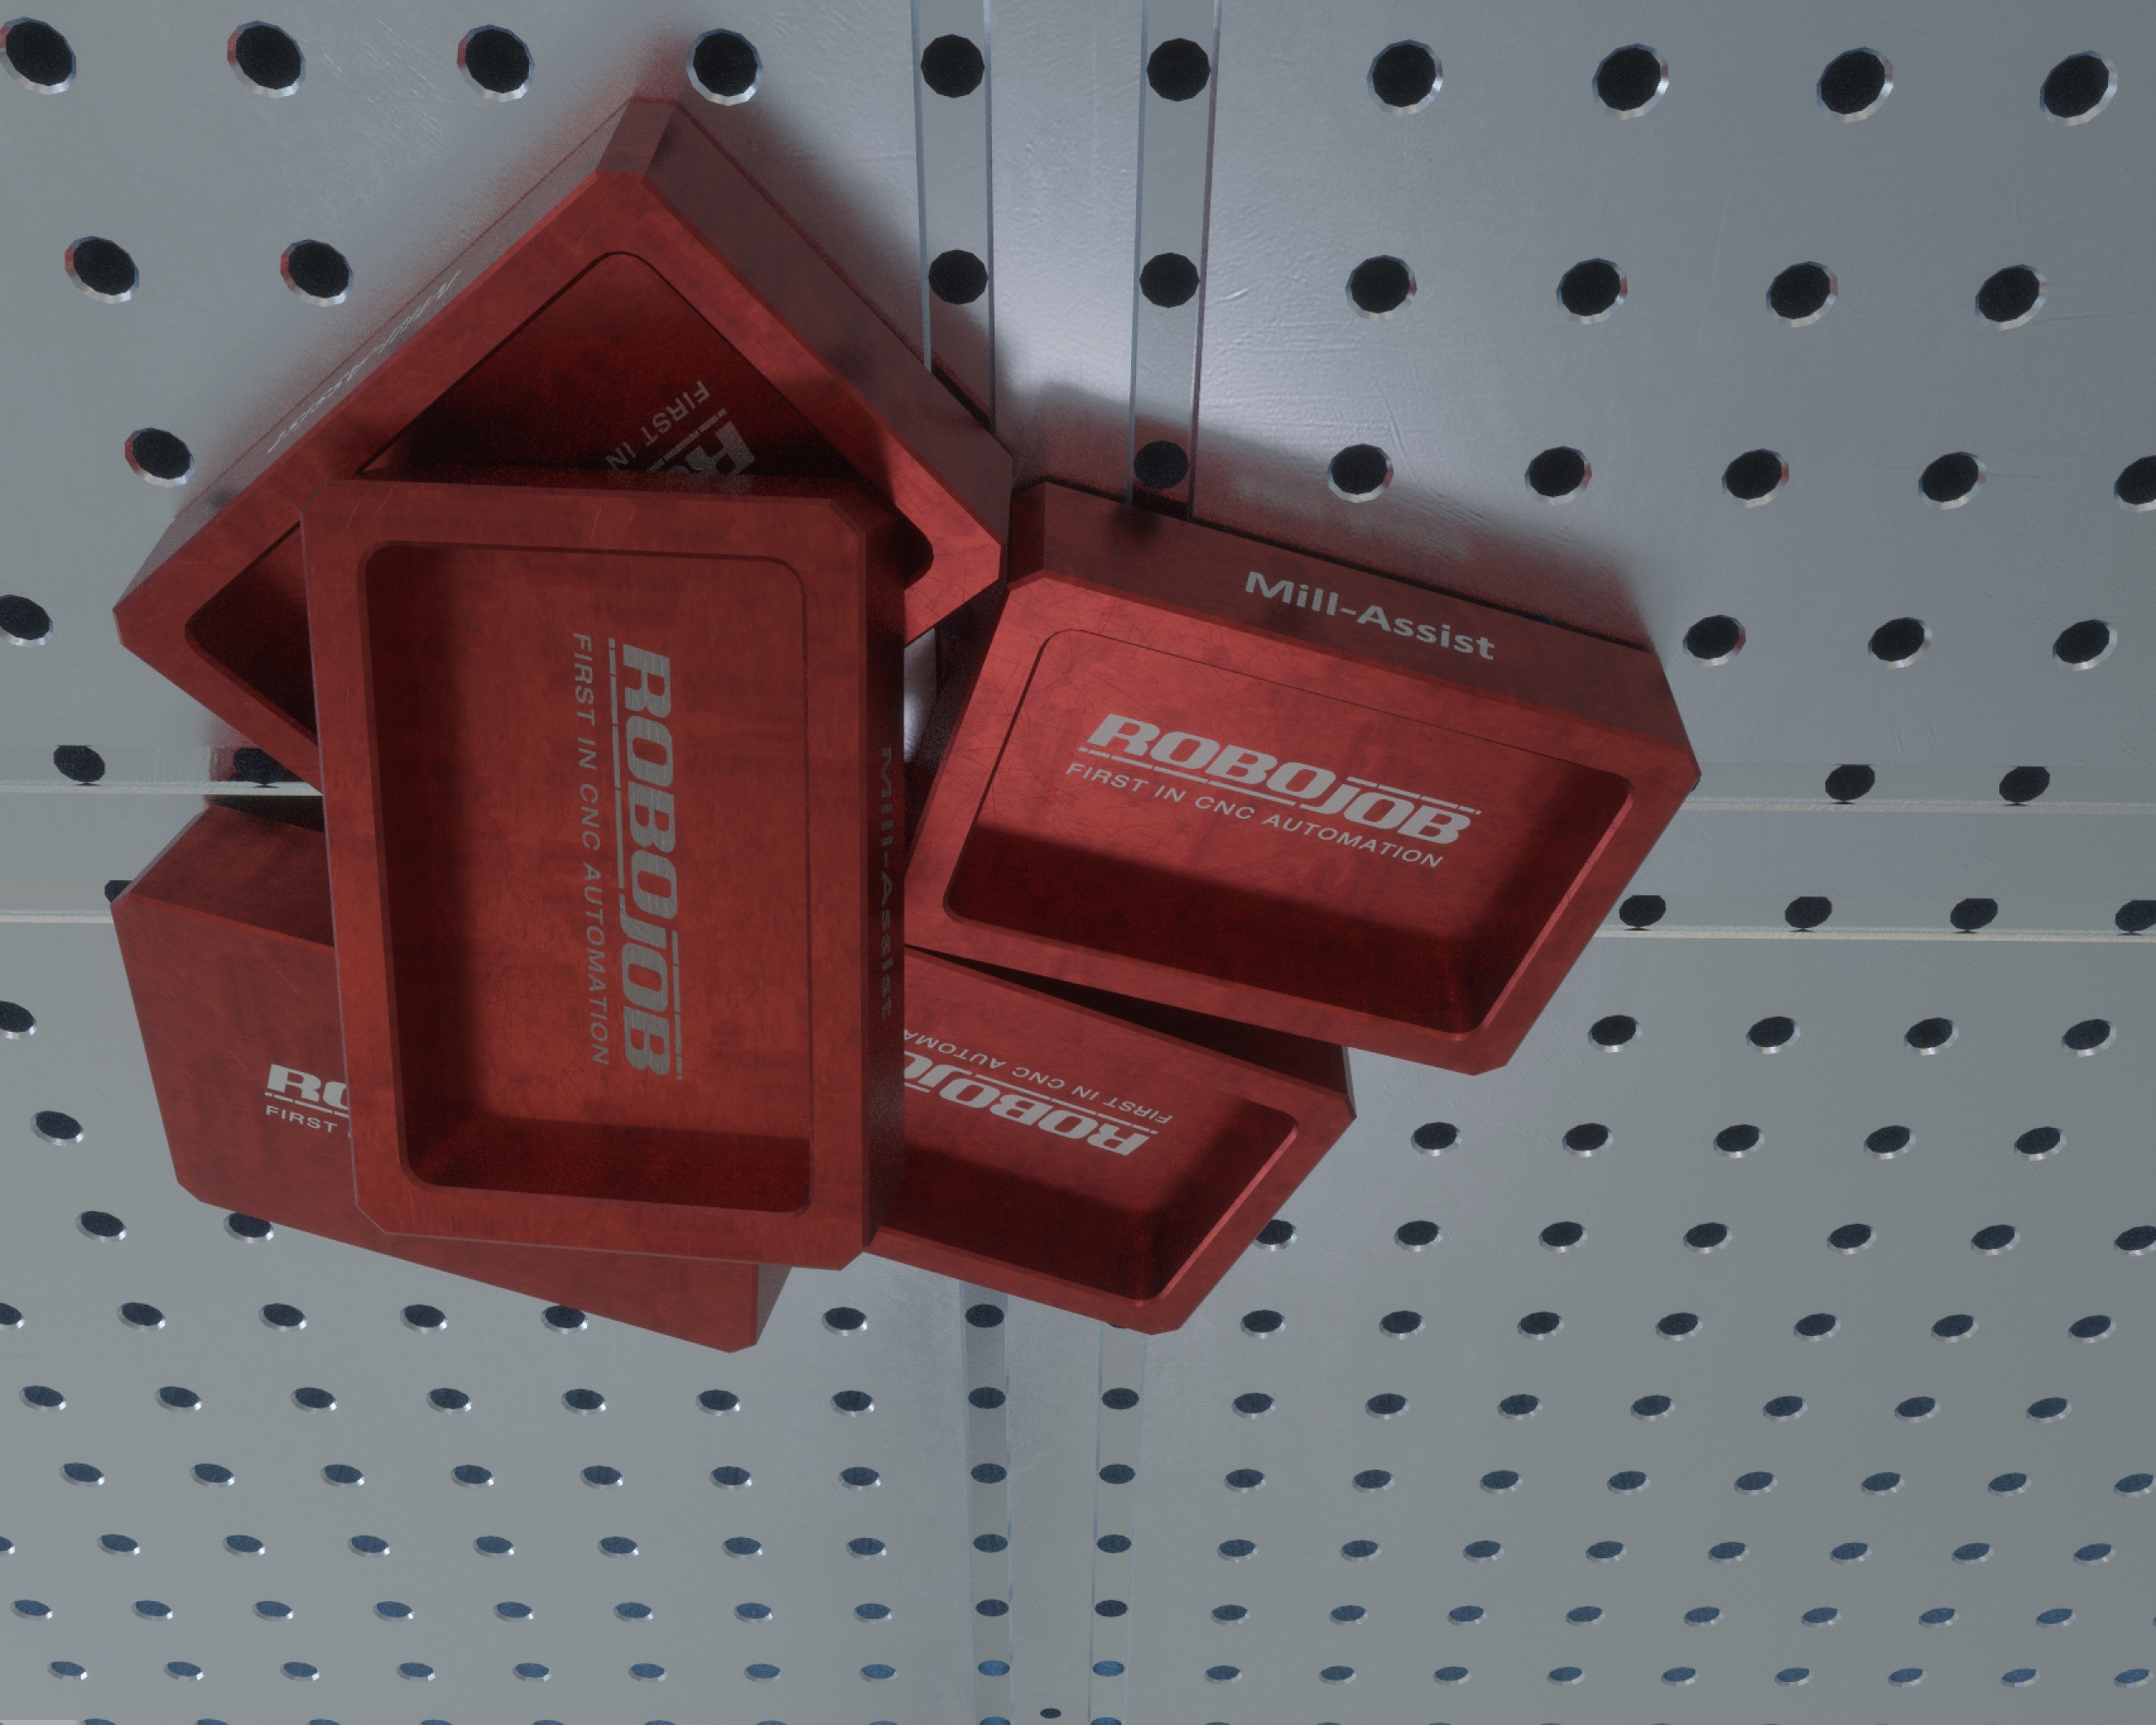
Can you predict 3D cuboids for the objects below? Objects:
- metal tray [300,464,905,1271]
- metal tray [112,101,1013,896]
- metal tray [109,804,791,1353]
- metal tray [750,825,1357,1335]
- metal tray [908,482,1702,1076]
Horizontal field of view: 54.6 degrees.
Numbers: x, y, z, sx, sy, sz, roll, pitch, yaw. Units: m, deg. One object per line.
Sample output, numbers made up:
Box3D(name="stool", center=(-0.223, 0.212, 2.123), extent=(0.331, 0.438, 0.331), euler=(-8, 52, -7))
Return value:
Box3D(name="metal tray", center=(-0.077, 0.001, 0.352), extent=(0.090, 0.030, 0.129), euler=(3, 106, 6))
Box3D(name="metal tray", center=(-0.087, -0.054, 0.360), extent=(0.130, 0.030, 0.090), euler=(-32, 123, 24))
Box3D(name="metal tray", center=(-0.121, 0.045, 0.423), extent=(0.131, 0.030, 0.089), euler=(14, 131, 6))
Box3D(name="metal tray", center=(-0.018, 0.050, 0.449), extent=(0.131, 0.030, 0.089), euler=(20, 128, -16))
Box3D(name="metal tray", center=(0.038, -0.012, 0.397), extent=(0.131, 0.030, 0.089), euler=(14, 129, -12))
